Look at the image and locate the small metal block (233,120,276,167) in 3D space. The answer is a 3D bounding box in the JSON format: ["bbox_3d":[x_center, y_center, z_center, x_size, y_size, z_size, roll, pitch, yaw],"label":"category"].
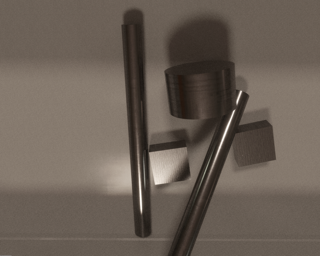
[{"bbox_3d":[0.126,0.021,0.421,0.050,0.025,0.050,-12,110,4],"label":"small metal block"}]

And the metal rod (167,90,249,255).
[{"bbox_3d":[0.047,0.093,0.379,0.025,0.025,0.299,23,82,-9],"label":"metal rod"}]

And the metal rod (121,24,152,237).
[{"bbox_3d":[-0.029,0.017,0.417,0.025,0.025,0.298,-2,110,0],"label":"metal rod"}]

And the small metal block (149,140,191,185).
[{"bbox_3d":[0.014,0.047,0.429,0.050,0.025,0.050,-9,110,2],"label":"small metal block"}]

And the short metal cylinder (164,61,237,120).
[{"bbox_3d":[0.048,-0.047,0.365,0.080,0.080,0.050,-7,110,2],"label":"short metal cylinder"}]
